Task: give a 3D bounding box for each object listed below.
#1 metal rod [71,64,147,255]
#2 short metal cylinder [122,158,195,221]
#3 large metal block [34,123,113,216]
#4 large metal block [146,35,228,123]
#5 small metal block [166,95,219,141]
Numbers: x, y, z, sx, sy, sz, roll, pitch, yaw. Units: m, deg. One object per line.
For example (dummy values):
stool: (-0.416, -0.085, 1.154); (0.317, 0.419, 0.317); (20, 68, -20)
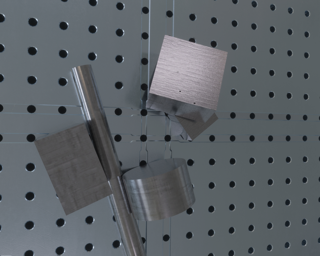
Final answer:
metal rod: (-0.057, 0.069, 0.391); (0.025, 0.025, 0.298); (-17, 96, -19)
short metal cylinder: (-0.001, 0.073, 0.383); (0.081, 0.080, 0.050); (-16, 96, -19)
large metal block: (-0.099, 0.040, 0.347); (0.050, 0.080, 0.080); (-23, 98, -19)
large metal block: (0.033, -0.060, 0.392); (0.080, 0.050, 0.080); (15, 73, -3)
small metal block: (0.044, -0.018, 0.429); (0.050, 0.025, 0.050); (-39, 103, -16)
